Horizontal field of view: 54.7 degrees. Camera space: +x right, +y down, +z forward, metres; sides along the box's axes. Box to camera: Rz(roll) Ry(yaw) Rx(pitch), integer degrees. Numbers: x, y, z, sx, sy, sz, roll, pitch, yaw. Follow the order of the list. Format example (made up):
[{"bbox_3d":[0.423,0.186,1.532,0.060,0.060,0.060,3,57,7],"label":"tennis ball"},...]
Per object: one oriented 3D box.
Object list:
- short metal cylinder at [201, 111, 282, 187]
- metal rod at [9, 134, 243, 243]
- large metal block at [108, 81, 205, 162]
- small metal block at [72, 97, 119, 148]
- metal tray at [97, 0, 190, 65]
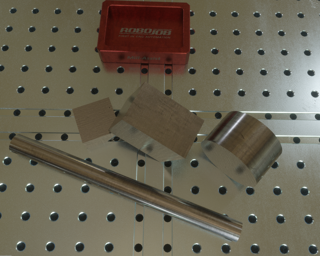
[{"bbox_3d":[0.097,0.026,0.374,0.080,0.080,0.050,40,75,13],"label":"short metal cylinder"},{"bbox_3d":[-0.047,0.072,0.384,0.301,0.025,0.025,20,71,7],"label":"metal rod"},{"bbox_3d":[-0.008,-0.002,0.371,0.080,0.080,0.050,32,72,-13],"label":"large metal block"},{"bbox_3d":[-0.083,-0.007,0.413,0.050,0.025,0.050,-19,71,-7],"label":"small metal block"},{"bbox_3d":[-0.022,-0.143,0.460,0.131,0.030,0.090,2,70,0],"label":"metal tray"}]
